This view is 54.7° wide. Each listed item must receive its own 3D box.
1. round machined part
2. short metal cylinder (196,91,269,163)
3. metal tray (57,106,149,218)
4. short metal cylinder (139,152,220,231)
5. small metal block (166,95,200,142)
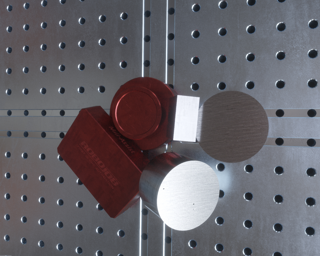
[{"bbox_3d":[-0.023,-0.019,0.407,0.098,0.042,0.097,0,90,19],"label":"round machined part"},{"bbox_3d":[0.086,-0.001,0.365,0.080,0.050,0.079,0,90,20],"label":"short metal cylinder"},{"bbox_3d":[-0.074,0.045,0.420,0.130,0.030,0.090,47,119,13],"label":"metal tray"},{"bbox_3d":[0.022,0.072,0.365,0.050,0.081,0.079,16,97,63],"label":"short metal cylinder"},{"bbox_3d":[0.026,-0.011,0.367,0.025,0.050,0.050,5,91,-8],"label":"small metal block"}]
